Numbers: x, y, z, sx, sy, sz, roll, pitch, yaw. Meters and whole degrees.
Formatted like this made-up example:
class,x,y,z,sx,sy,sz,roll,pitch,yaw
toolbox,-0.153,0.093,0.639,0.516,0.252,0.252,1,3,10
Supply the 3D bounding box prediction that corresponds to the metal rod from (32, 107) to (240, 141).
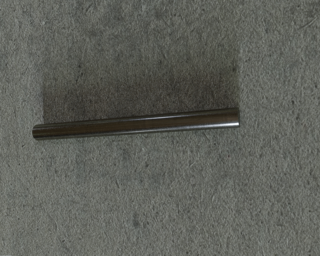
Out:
class,x,y,z,sx,sy,sz,roll,pitch,yaw
metal rod,-0.046,-0.003,0.425,0.301,0.025,0.025,-4,89,20
